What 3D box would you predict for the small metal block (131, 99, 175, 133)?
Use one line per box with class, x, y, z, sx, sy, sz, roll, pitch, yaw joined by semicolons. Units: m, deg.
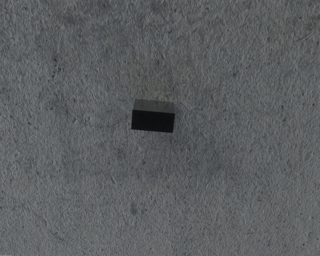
small metal block;-0.009;-0.016;0.391;0.050;0.050;0.025;5;110;-2
